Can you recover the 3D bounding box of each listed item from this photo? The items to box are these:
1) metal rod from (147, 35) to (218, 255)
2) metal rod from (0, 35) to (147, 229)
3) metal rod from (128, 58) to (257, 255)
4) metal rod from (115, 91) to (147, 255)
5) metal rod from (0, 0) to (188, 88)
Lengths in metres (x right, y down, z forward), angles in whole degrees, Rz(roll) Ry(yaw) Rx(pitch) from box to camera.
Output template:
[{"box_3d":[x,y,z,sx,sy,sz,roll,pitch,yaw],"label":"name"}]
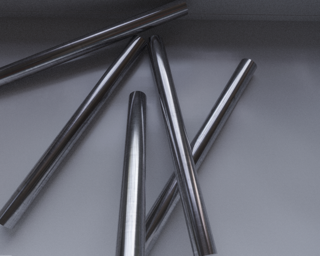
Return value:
[{"box_3d":[0.020,0.002,0.388,0.025,0.025,0.299,-10,63,-4],"label":"metal rod"},{"box_3d":[-0.107,-0.007,0.411,0.025,0.025,0.300,30,72,10],"label":"metal rod"},{"box_3d":[0.048,0.029,0.399,0.025,0.025,0.300,30,73,10],"label":"metal rod"},{"box_3d":[-0.027,0.057,0.313,0.025,0.025,0.300,-2,41,-1],"label":"metal rod"},{"box_3d":[-0.104,-0.118,0.438,0.301,0.025,0.025,-22,72,-3],"label":"metal rod"}]
